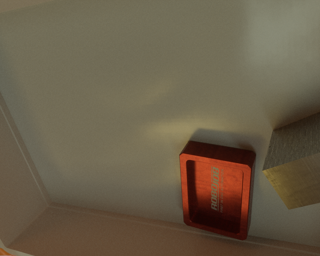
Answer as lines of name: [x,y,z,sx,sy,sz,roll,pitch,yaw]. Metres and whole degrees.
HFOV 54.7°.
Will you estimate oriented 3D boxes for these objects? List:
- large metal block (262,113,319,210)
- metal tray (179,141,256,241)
large metal block: [0.157,0.027,0.307,0.080,0.080,0.050,-28,103,37]
metal tray: [0.076,0.085,0.416,0.090,0.030,0.129,8,122,23]
